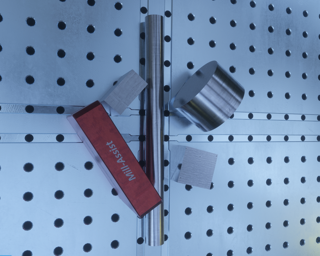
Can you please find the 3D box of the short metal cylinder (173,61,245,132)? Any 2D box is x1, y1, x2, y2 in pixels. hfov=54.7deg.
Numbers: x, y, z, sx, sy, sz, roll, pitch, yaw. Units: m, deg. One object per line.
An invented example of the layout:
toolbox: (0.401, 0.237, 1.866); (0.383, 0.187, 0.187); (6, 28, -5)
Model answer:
short metal cylinder: (0.063, -0.042, 0.408); (0.050, 0.080, 0.080); (40, 77, -16)

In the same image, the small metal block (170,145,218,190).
small metal block: (0.048, 0.054, 0.432); (0.050, 0.025, 0.050); (16, 85, -20)

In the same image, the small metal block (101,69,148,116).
small metal block: (-0.047, -0.042, 0.382); (0.025, 0.050, 0.050); (43, 76, -15)

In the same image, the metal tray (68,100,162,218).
metal tray: (-0.055, 0.034, 0.358); (0.030, 0.090, 0.130); (-34, 102, -17)

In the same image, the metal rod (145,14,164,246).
metal rod: (-0.007, 0.003, 0.410); (0.025, 0.025, 0.298); (0, 90, -20)
